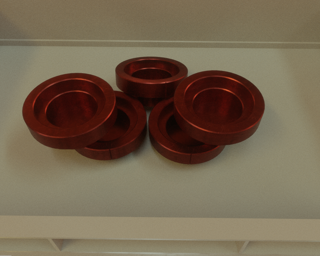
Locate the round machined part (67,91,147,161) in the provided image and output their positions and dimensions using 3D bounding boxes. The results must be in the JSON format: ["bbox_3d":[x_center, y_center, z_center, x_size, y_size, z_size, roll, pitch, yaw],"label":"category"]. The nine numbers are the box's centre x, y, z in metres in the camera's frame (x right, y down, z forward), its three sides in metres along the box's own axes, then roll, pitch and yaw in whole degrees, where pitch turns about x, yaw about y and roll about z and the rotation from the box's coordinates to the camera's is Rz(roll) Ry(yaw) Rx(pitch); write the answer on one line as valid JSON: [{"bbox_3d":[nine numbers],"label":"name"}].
[{"bbox_3d":[-0.065,0.001,0.391,0.099,0.042,0.098,0,50,0],"label":"round machined part"}]

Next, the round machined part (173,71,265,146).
[{"bbox_3d":[0.064,-0.019,0.354,0.099,0.042,0.098,0,50,0],"label":"round machined part"}]

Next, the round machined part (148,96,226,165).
[{"bbox_3d":[0.035,0.005,0.388,0.099,0.042,0.098,0,50,0],"label":"round machined part"}]

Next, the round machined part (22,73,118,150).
[{"bbox_3d":[-0.097,-0.015,0.350,0.099,0.042,0.098,0,50,0],"label":"round machined part"}]

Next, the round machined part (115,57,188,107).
[{"bbox_3d":[-0.012,-0.063,0.432,0.099,0.042,0.098,1,32,-1],"label":"round machined part"}]
